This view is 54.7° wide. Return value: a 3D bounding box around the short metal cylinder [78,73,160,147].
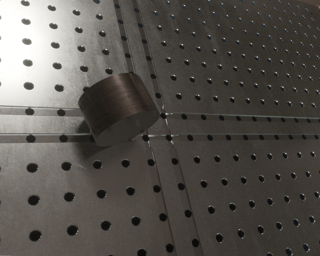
[{"bbox_3d":[-0.047,-0.020,0.361,0.081,0.080,0.050,-17,71,-35],"label":"short metal cylinder"}]
